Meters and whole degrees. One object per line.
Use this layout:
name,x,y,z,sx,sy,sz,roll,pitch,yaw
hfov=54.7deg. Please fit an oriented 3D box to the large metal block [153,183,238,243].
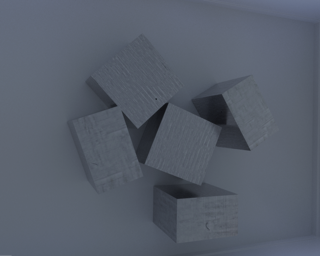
large metal block,0.043,0.104,0.398,0.081,0.080,0.050,1,90,-20

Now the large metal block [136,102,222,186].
large metal block,0.022,0.021,0.405,0.080,0.050,0.080,24,82,-19

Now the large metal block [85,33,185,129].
large metal block,-0.032,-0.055,0.384,0.080,0.050,0.080,-44,104,-15

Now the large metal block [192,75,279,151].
large metal block,0.099,-0.019,0.417,0.050,0.080,0.080,-33,101,-17

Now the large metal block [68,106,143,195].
large metal block,-0.066,0.022,0.356,0.050,0.080,0.080,-20,97,-19
